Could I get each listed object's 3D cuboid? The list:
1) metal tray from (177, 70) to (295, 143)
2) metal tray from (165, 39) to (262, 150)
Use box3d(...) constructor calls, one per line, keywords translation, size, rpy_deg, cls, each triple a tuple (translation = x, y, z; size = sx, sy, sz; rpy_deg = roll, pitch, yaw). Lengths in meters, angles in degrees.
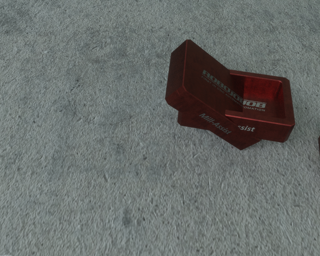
box3d(translation=(0.094, -0.034, 0.387), size=(0.131, 0.030, 0.090), rpy_deg=(10, 47, 6), cls="metal tray")
box3d(translation=(0.069, -0.040, 0.383), size=(0.131, 0.030, 0.090), rpy_deg=(30, 46, -26), cls="metal tray")
